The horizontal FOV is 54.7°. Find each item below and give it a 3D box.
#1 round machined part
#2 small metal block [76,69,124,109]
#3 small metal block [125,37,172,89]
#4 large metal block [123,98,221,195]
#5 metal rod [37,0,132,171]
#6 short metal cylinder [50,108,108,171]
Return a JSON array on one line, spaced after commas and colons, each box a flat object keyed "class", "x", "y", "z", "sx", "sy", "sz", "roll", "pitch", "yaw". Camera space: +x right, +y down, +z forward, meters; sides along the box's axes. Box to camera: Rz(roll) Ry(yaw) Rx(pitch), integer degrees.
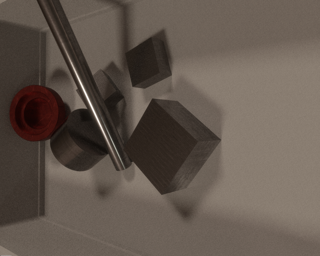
[{"class": "round machined part", "x": -0.211, "y": -0.025, "z": 0.551, "sx": 0.098, "sy": 0.042, "sz": 0.097, "roll": 0, "pitch": 89, "yaw": 14}, {"class": "small metal block", "x": -0.091, "y": -0.052, "z": 0.468, "sx": 0.050, "sy": 0.025, "sz": 0.050, "roll": -40, "pitch": 64, "yaw": 6}, {"class": "small metal block", "x": -0.016, "y": -0.086, "z": 0.418, "sx": 0.050, "sy": 0.025, "sz": 0.050, "roll": -21, "pitch": 77, "yaw": 37}, {"class": "large metal block", "x": 0.012, "y": 0.021, "z": 0.379, "sx": 0.080, "sy": 0.050, "sz": 0.080, "roll": 45, "pitch": 117, "yaw": 30}, {"class": "metal rod", "x": -0.105, "y": -0.076, "z": 0.406, "sx": 0.025, "sy": 0.025, "sz": 0.298, "roll": -7, "pitch": 113, "yaw": 39}, {"class": "short metal cylinder", "x": -0.114, "y": 0.018, "z": 0.463, "sx": 0.050, "sy": 0.081, "sz": 0.080, "roll": -39, "pitch": 67, "yaw": 33}]
